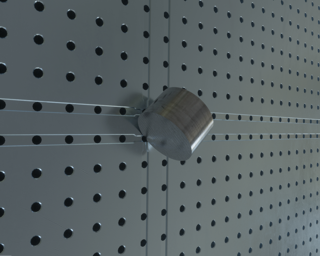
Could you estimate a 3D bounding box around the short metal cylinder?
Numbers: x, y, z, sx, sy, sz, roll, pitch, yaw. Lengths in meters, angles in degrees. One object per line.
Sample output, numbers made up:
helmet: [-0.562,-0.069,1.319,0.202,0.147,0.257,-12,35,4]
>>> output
short metal cylinder: [0.019,-0.005,0.391,0.050,0.080,0.080,-48,119,-29]
